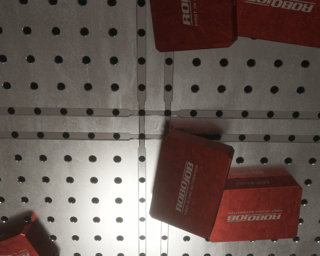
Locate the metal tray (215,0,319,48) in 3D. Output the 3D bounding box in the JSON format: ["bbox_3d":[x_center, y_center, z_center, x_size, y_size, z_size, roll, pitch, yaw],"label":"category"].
[{"bbox_3d":[0.135,-0.148,0.358,0.131,0.030,0.089,7,110,-3],"label":"metal tray"}]

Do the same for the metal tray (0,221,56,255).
[{"bbox_3d":[-0.240,0.209,0.484,0.130,0.030,0.090,-22,109,7],"label":"metal tray"}]

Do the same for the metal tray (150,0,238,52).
[{"bbox_3d":[0.034,-0.153,0.338,0.090,0.030,0.129,1,112,23],"label":"metal tray"}]

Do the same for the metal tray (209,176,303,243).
[{"bbox_3d":[0.135,0.120,0.457,0.131,0.030,0.089,-3,110,0],"label":"metal tray"}]

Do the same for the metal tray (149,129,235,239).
[{"bbox_3d":[0.041,0.076,0.422,0.090,0.030,0.129,17,111,17],"label":"metal tray"}]
